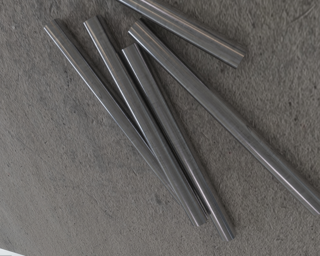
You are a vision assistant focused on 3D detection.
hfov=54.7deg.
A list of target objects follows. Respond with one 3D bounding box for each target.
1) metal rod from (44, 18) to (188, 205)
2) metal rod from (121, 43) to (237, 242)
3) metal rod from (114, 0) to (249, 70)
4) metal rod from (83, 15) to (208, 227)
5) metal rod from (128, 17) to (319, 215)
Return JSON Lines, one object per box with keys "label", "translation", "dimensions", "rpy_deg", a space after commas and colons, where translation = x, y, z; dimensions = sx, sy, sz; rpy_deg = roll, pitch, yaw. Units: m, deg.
{"label": "metal rod", "translation": [-0.051, -0.015, 0.424], "dimensions": [0.025, 0.025, 0.299], "rpy_deg": [-28, 103, 37]}
{"label": "metal rod", "translation": [0.032, 0.029, 0.407], "dimensions": [0.025, 0.025, 0.299], "rpy_deg": [-16, 110, 34]}
{"label": "metal rod", "translation": [-0.042, -0.149, 0.336], "dimensions": [0.301, 0.025, 0.025], "rpy_deg": [32, 129, 7]}
{"label": "metal rod", "translation": [-0.013, 0.000, 0.401], "dimensions": [0.025, 0.025, 0.299], "rpy_deg": [-19, 105, 35]}
{"label": "metal rod", "translation": [0.080, -0.011, 0.357], "dimensions": [0.300, 0.025, 0.025], "rpy_deg": [44, 129, -3]}
